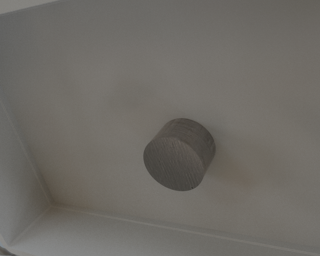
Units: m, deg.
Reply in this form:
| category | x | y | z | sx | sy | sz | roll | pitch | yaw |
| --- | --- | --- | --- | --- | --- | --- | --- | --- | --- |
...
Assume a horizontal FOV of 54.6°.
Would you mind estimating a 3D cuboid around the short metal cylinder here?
| category | x | y | z | sx | sy | sz | roll | pitch | yaw |
| --- | --- | --- | --- | --- | --- | --- | --- | --- | --- |
| short metal cylinder | 0.026 | 0.034 | 0.400 | 0.080 | 0.050 | 0.080 | 13 | 124 | 21 |
